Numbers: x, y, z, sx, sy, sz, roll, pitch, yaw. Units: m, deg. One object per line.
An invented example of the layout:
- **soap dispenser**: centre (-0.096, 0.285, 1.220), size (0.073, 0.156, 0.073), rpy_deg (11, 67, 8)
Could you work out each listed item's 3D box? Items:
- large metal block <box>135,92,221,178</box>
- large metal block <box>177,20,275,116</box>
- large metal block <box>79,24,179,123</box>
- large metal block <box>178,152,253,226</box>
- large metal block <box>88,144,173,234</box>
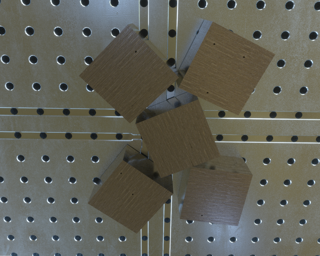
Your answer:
- **large metal block**: centre (0.023, 0.007, 0.402), size (0.080, 0.050, 0.080), rpy_deg (-21, 109, 7)
- **large metal block**: centre (0.074, -0.073, 0.372), size (0.080, 0.050, 0.080), rpy_deg (23, 108, -12)
- **large metal block**: centre (-0.035, -0.067, 0.375), size (0.080, 0.050, 0.080), rpy_deg (-42, 104, 14)
- **large metal block**: centre (0.073, 0.083, 0.431), size (0.080, 0.050, 0.079), rpy_deg (8, 110, -4)
- **large metal block**: centre (-0.039, 0.084, 0.429), size (0.080, 0.050, 0.080), rpy_deg (36, 106, -12)
